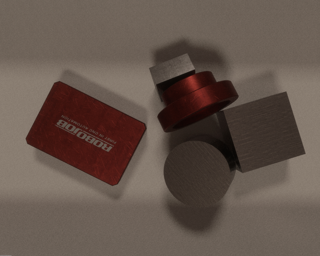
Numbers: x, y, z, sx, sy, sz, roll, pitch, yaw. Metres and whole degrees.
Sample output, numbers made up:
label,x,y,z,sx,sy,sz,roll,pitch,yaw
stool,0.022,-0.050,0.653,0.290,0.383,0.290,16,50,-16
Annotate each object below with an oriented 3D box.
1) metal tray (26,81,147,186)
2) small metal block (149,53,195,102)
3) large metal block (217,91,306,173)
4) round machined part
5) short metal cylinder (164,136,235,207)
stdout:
label,x,y,z,sx,sy,sz,roll,pitch,yaw
metal tray,-0.094,0.007,0.408,0.131,0.030,0.090,27,90,-1
small metal block,0.018,-0.063,0.396,0.050,0.050,0.025,-22,68,0
large metal block,0.127,0.005,0.401,0.080,0.050,0.080,-17,90,-1
round machined part,0.041,-0.034,0.376,0.098,0.098,0.042,-25,82,0
short metal cylinder,0.051,0.052,0.387,0.080,0.050,0.079,2,96,20
